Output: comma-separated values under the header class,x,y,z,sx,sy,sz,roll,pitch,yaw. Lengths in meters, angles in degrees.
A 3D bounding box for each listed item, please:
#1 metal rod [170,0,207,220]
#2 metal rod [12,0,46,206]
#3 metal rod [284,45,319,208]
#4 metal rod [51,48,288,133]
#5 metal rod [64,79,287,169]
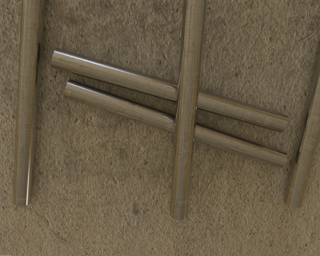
class,x,y,z,sx,sy,sz,roll,pitch,yaw
metal rod,0.032,-0.021,0.374,0.025,0.025,0.298,2,110,-1
metal rod,-0.169,-0.032,0.396,0.025,0.025,0.298,11,110,-4
metal rod,0.203,-0.031,0.400,0.025,0.025,0.298,3,110,-1
metal rod,0.017,-0.046,0.392,0.302,0.025,0.025,15,109,-6
metal rod,0.026,-0.003,0.408,0.302,0.025,0.025,18,109,-7
